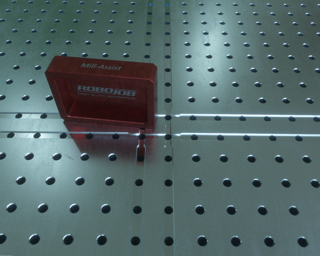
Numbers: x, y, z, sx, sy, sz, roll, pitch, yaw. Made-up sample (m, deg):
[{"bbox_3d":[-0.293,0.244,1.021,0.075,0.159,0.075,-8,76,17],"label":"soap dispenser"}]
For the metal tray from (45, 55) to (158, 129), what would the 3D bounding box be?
[{"bbox_3d":[-0.070,-0.044,0.401,0.131,0.089,0.030,5,50,4],"label":"metal tray"}]
